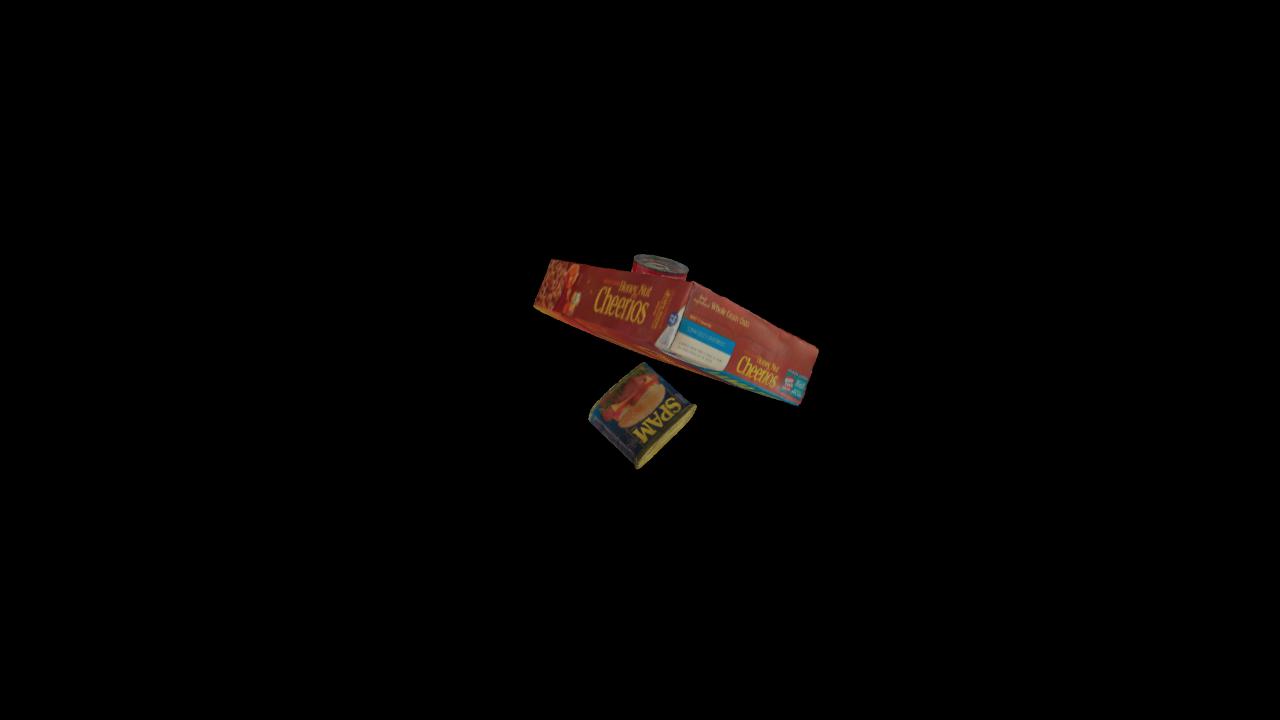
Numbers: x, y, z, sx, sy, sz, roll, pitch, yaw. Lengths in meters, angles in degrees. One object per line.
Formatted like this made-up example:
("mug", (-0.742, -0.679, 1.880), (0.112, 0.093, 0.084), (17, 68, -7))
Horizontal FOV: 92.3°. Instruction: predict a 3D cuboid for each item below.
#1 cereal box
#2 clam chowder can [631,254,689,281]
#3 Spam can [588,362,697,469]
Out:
("cereal box", (0.029, -0.040, 0.734), (0.203, 0.081, 0.306), (21, 0, -37))
("clam chowder can", (0.015, -0.069, 0.747), (0.068, 0.102, 0.068), (11, 22, -5))
("Spam can", (0.002, 0.064, 0.731), (0.101, 0.085, 0.058), (-40, -17, -27))
